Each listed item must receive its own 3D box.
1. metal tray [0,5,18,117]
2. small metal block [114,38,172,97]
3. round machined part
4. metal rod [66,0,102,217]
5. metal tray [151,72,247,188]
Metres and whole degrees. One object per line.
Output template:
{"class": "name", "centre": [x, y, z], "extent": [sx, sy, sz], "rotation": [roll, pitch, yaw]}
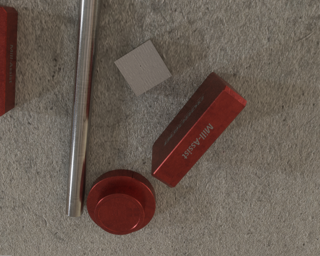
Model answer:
{"class": "metal tray", "centre": [-0.225, -0.085, 0.372], "extent": [0.091, 0.030, 0.129], "rotation": [10, 110, -4]}
{"class": "small metal block", "centre": [-0.020, -0.075, 0.382], "extent": [0.050, 0.025, 0.050], "rotation": [-30, 108, 10]}
{"class": "round machined part", "centre": [-0.055, 0.112, 0.441], "extent": [0.099, 0.042, 0.097], "rotation": [0, 110, -1]}
{"class": "metal rod", "centre": [-0.102, -0.015, 0.402], "extent": [0.025, 0.025, 0.298], "rotation": [8, 110, -4]}
{"class": "metal tray", "centre": [0.040, -0.001, 0.375], "extent": [0.030, 0.090, 0.129], "rotation": [35, 106, -12]}
